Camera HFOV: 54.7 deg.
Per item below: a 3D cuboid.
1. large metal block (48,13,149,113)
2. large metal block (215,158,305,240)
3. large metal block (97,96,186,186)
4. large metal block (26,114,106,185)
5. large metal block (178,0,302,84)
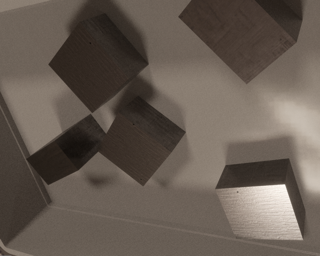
[{"bbox_3d":[-0.076,-0.079,0.382,0.080,0.050,0.080,49,128,-7],"label":"large metal block"},{"bbox_3d":[0.125,0.089,0.381,0.080,0.050,0.080,-12,113,32],"label":"large metal block"},{"bbox_3d":[-0.026,0.018,0.416,0.080,0.050,0.080,38,129,2],"label":"large metal block"},{"bbox_3d":[-0.135,0.032,0.462,0.080,0.080,0.050,-27,104,37],"label":"large metal block"},{"bbox_3d":[0.075,-0.097,0.274,0.080,0.080,0.050,44,129,-3],"label":"large metal block"}]
